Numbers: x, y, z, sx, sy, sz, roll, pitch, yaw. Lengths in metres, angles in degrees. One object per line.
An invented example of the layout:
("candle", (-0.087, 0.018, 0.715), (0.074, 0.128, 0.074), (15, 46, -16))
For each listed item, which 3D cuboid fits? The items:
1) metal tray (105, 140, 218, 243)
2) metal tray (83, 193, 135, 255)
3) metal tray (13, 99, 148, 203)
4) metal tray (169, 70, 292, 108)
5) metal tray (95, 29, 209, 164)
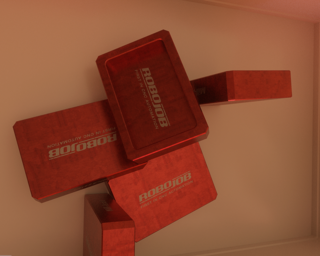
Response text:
("metal tray", (0.003, 0.078, 0.410), (0.131, 0.030, 0.090), (-23, 98, -19))
("metal tray", (-0.059, 0.128, 0.334), (0.030, 0.130, 0.089), (1, 90, -20))
("metal tray", (-0.089, 0.021, 0.359), (0.131, 0.030, 0.090), (-17, 74, -20))
("metal tray", (0.079, -0.045, 0.380), (0.091, 0.130, 0.030), (-5, 92, -27))
("metal tray", (-0.010, -0.036, 0.349), (0.090, 0.030, 0.130), (-21, 74, 4))
